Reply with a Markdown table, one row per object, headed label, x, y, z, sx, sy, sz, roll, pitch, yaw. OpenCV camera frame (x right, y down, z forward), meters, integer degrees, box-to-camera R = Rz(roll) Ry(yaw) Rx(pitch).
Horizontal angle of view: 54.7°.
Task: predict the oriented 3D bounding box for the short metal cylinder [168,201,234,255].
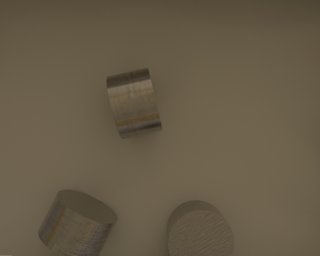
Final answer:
| label | x | y | z | sx | sy | sz | roll | pitch | yaw |
| --- | --- | --- | --- | --- | --- | --- | --- | --- | --- |
| short metal cylinder | 0.050 | 0.139 | 0.400 | 0.081 | 0.050 | 0.079 | 0 | 90 | -1 |

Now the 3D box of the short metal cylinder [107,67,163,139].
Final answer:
| label | x | y | z | sx | sy | sz | roll | pitch | yaw |
| --- | --- | --- | --- | --- | --- | --- | --- | --- | --- |
| short metal cylinder | -0.030 | -0.030 | 0.384 | 0.050 | 0.080 | 0.080 | -13 | 90 | 0 |

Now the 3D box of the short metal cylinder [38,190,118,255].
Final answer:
| label | x | y | z | sx | sy | sz | roll | pitch | yaw |
| --- | --- | --- | --- | --- | --- | --- | --- | --- | --- |
| short metal cylinder | -0.100 | 0.118 | 0.383 | 0.080 | 0.080 | 0.050 | 27 | 90 | -1 |
